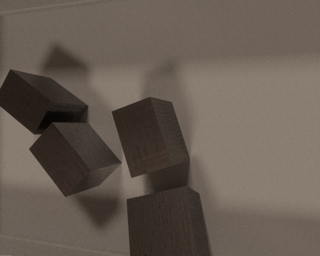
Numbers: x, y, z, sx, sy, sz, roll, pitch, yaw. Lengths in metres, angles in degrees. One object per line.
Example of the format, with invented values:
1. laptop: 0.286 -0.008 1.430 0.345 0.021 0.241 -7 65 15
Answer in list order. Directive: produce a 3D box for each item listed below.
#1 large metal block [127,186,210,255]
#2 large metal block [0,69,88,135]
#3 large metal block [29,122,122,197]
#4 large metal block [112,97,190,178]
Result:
1. large metal block: 0.009 0.123 0.379 0.080 0.050 0.080 -16 63 18
2. large metal block: -0.165 -0.035 0.438 0.080 0.080 0.050 35 101 16
3. large metal block: -0.111 0.038 0.419 0.050 0.080 0.080 -46 76 14
4. large metal block: -0.008 0.011 0.383 0.050 0.080 0.080 -19 84 19
